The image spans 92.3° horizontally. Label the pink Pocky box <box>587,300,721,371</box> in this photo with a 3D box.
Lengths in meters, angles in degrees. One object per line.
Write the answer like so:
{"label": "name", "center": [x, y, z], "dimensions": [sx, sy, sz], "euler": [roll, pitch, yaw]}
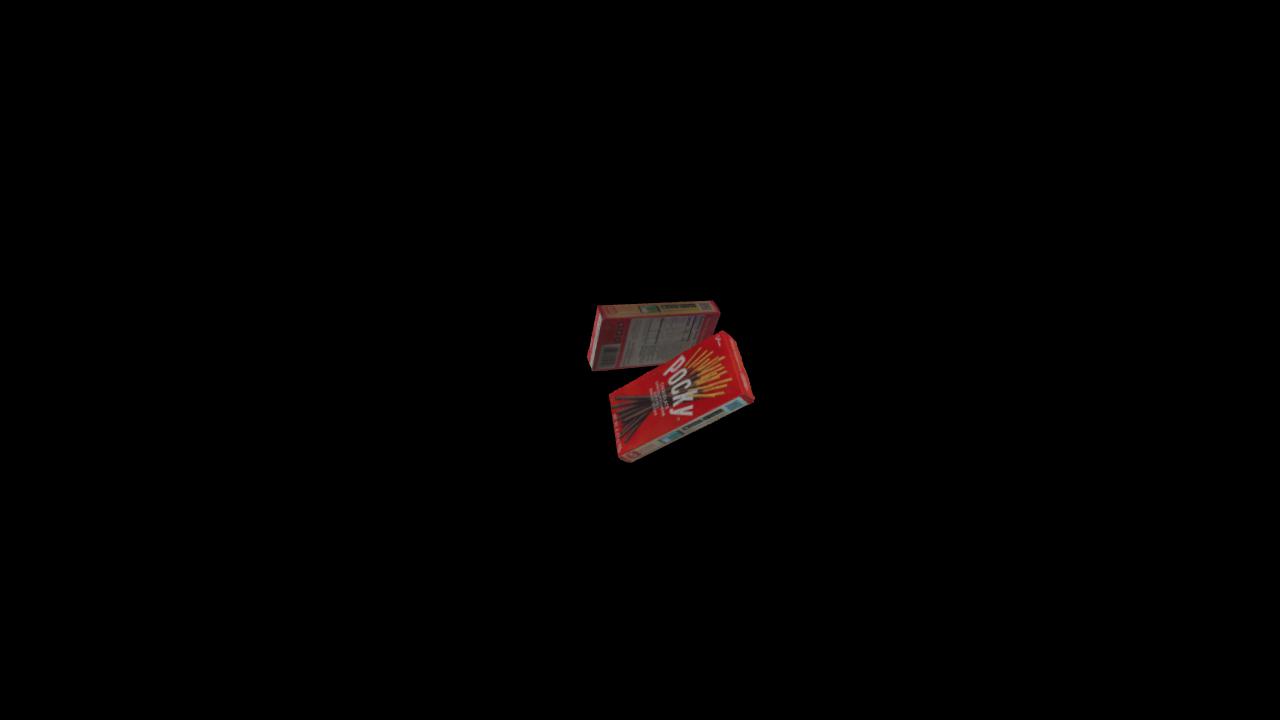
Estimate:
{"label": "pink Pocky box", "center": [0.016, -0.030, 0.752], "dimensions": [0.155, 0.084, 0.029], "euler": [-5, 45, -22]}

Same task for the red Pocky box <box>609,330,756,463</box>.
{"label": "red Pocky box", "center": [0.038, 0.039, 0.640], "dimensions": [0.155, 0.083, 0.028], "euler": [-30, -42, 22]}
